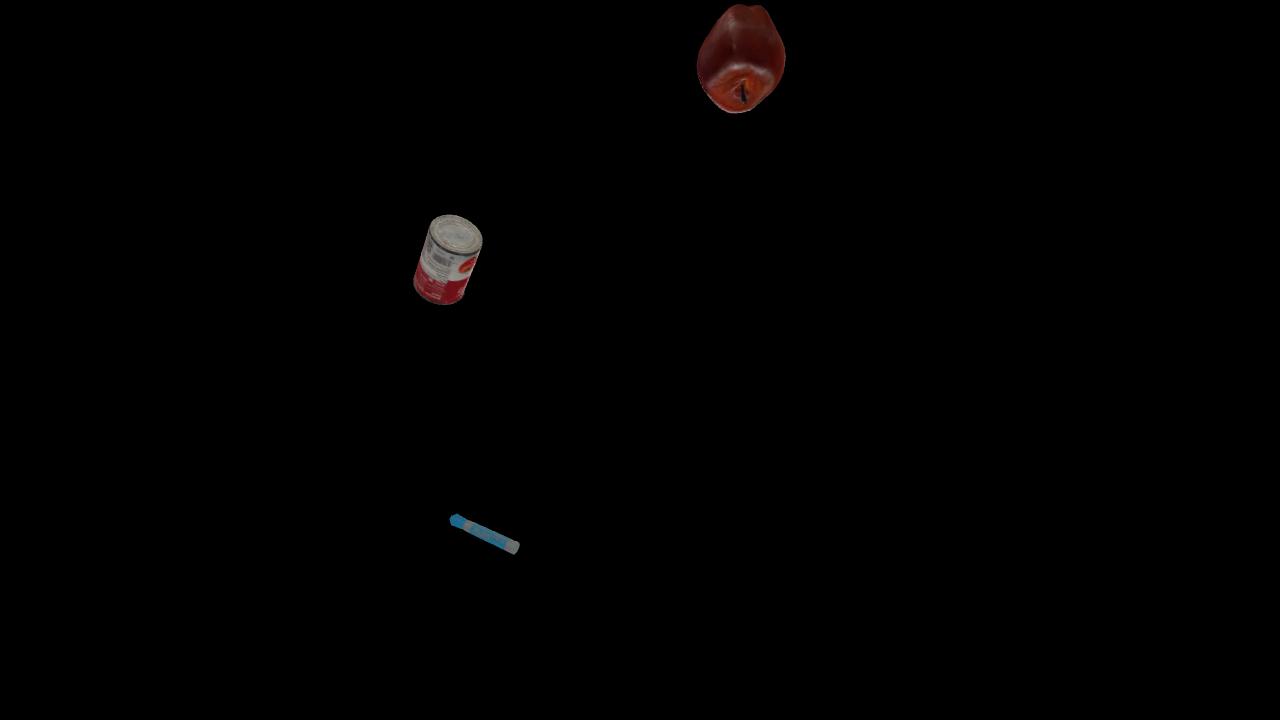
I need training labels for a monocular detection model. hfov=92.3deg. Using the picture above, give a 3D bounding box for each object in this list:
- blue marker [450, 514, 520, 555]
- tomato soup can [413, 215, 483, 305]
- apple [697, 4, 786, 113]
[{"bbox_3d":[-0.239,0.264,0.938,0.121,0.020,0.020,18,6,18],"label":"blue marker"},{"bbox_3d":[-0.246,-0.128,0.787,0.068,0.068,0.101,0,-34,-32],"label":"tomato soup can"},{"bbox_3d":[0.091,-0.269,0.552,0.079,0.093,0.079,3,-20,1],"label":"apple"}]
